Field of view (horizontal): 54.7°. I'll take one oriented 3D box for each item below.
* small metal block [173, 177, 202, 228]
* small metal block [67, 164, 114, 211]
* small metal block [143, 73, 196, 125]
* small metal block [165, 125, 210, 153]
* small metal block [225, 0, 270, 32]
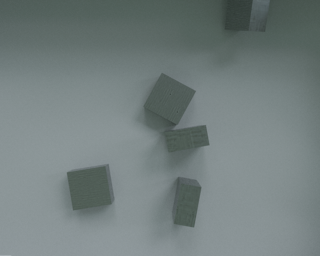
[{"bbox_3d":[0.033,0.094,0.399,0.025,0.050,0.050,10,90,0],"label":"small metal block"},{"bbox_3d":[-0.091,0.077,0.411,0.050,0.025,0.050,-9,90,0],"label":"small metal block"},{"bbox_3d":[0.013,-0.038,0.411,0.050,0.025,0.050,28,90,0],"label":"small metal block"},{"bbox_3d":[0.033,0.013,0.399,0.050,0.050,0.025,-10,90,0],"label":"small metal block"},{"bbox_3d":[0.109,-0.149,0.390,0.025,0.050,0.050,-5,110,-23],"label":"small metal block"}]
